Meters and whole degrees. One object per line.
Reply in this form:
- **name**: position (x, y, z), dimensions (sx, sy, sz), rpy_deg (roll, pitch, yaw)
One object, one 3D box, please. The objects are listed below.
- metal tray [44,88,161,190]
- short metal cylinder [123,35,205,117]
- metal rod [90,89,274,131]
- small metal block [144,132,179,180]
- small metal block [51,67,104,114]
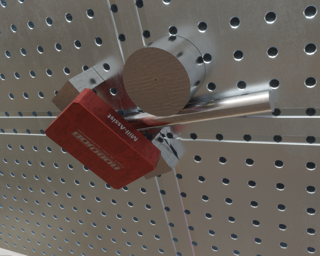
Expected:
- **metal tray**: position (-0.075, 0.020, 0.408), dimensions (0.130, 0.030, 0.090), rpy_deg (42, 130, -16)
- **short metal cylinder**: position (0.005, -0.060, 0.353), dimensions (0.080, 0.050, 0.079), rpy_deg (13, 124, 20)
- **metal rod**: position (-0.008, -0.011, 0.407), dimensions (0.300, 0.025, 0.025), rpy_deg (-8, 115, 31)
- **small metal block**: position (-0.010, 0.040, 0.439), dimensions (0.050, 0.025, 0.050), rpy_deg (-26, 105, 36)
- **small metal block**: position (-0.111, -0.051, 0.420), dimensions (0.025, 0.050, 0.050), rpy_deg (49, 128, -7)
